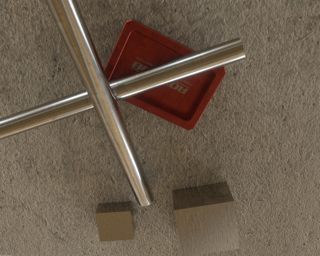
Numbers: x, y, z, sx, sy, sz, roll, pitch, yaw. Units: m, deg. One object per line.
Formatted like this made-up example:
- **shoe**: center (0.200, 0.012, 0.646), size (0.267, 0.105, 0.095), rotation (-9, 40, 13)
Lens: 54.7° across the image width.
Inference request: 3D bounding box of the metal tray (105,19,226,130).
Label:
- **metal tray**: center (0.002, -0.064, 0.383), size (0.131, 0.030, 0.089), rotation (25, 108, -10)

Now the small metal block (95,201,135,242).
- **small metal block**: center (-0.065, 0.139, 0.460), size (0.050, 0.025, 0.050), rotation (-4, 110, 1)

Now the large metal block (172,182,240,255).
- **large metal block**: center (0.065, 0.131, 0.446), size (0.080, 0.050, 0.079), rotation (-10, 110, 3)

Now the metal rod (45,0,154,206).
- **metal rod**: center (-0.055, -0.008, 0.355), size (0.025, 0.025, 0.299), rotation (-13, 129, 4)

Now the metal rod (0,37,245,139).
- **metal rod**: center (-0.053, -0.043, 0.360), size (0.301, 0.025, 0.025), rotation (-17, 109, 7)
